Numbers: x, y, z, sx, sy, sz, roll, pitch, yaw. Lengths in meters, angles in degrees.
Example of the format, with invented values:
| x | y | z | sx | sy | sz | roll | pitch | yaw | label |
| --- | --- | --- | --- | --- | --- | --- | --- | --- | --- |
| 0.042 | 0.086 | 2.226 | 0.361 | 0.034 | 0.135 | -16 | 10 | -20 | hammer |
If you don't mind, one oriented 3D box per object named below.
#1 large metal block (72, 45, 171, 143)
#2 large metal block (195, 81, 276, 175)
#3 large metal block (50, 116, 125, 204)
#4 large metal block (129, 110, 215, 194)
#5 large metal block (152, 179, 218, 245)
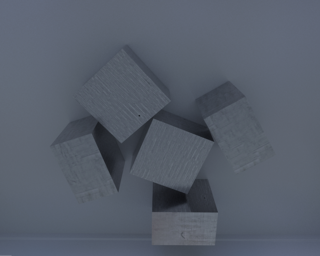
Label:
| x | y | z | sx | sy | sz | roll | pitch | yaw | label |
| --- | --- | --- | --- | --- | --- | --- | --- | --- | --- |
| -0.044 | -0.043 | 0.380 | 0.080 | 0.050 | 0.080 | -40 | 106 | 13 | large metal block |
| 0.089 | -0.003 | 0.380 | 0.050 | 0.080 | 0.080 | -29 | 108 | 10 | large metal block |
| -0.086 | 0.035 | 0.392 | 0.050 | 0.080 | 0.080 | -18 | 109 | 6 | large metal block |
| 0.014 | 0.029 | 0.407 | 0.080 | 0.050 | 0.079 | 21 | 109 | -8 | large metal block |
| 0.030 | 0.112 | 0.423 | 0.081 | 0.080 | 0.050 | 1 | 110 | -1 | large metal block |
